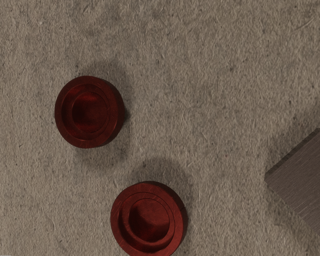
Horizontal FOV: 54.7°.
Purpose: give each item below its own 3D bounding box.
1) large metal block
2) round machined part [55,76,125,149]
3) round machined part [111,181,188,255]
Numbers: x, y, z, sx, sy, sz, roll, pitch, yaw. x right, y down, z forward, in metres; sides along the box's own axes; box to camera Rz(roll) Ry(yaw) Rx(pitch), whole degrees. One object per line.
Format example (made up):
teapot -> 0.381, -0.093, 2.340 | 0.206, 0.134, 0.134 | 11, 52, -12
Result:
large metal block -> 0.173, 0.056, 0.335 | 0.080, 0.050, 0.080 | -46, 76, 14
round machined part -> -0.093, -0.021, 0.431 | 0.098, 0.042, 0.097 | 0, 90, 19
round machined part -> -0.011, 0.117, 0.403 | 0.098, 0.042, 0.097 | 0, 90, 19
